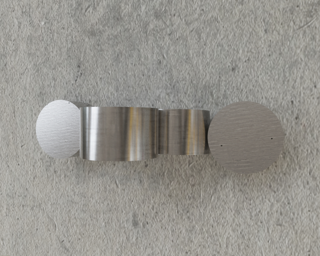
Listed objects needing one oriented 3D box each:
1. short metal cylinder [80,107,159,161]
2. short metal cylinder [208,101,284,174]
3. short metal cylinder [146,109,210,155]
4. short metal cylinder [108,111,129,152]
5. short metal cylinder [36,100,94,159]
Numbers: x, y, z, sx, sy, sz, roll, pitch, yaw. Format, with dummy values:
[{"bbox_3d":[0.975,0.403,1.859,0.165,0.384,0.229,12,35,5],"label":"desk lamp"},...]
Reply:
[{"bbox_3d":[-0.042,0.004,0.322,0.080,0.080,0.050,1,92,20],"label":"short metal cylinder"},{"bbox_3d":[0.100,0.010,0.361,0.080,0.050,0.080,0,91,19],"label":"short metal cylinder"},{"bbox_3d":[0.020,0.005,0.374,0.080,0.080,0.050,0,90,20],"label":"short metal cylinder"},{"bbox_3d":[-0.056,0.003,0.401,0.080,0.080,0.050,0,90,20],"label":"short metal cylinder"},{"bbox_3d":[-0.126,0.002,0.441,0.080,0.050,0.080,0,90,19],"label":"short metal cylinder"}]
